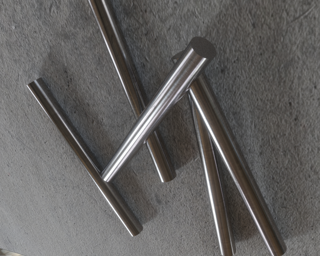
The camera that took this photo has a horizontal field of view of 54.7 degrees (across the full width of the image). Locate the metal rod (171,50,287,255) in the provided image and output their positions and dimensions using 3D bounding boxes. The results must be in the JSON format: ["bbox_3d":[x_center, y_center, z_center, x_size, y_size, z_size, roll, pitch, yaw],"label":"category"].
[{"bbox_3d":[0.092,0.045,0.369,0.025,0.025,0.299,-14,117,34],"label":"metal rod"}]

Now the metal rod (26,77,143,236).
[{"bbox_3d":[-0.114,0.055,0.500,0.025,0.025,0.299,-20,108,35],"label":"metal rod"}]

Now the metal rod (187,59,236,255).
[{"bbox_3d":[0.068,0.053,0.403,0.025,0.025,0.298,0,119,28],"label":"metal rod"}]

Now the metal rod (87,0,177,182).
[{"bbox_3d":[-0.037,-0.060,0.389,0.025,0.025,0.299,-7,115,31],"label":"metal rod"}]

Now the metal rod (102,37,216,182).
[{"bbox_3d":[-0.022,0.003,0.381,0.025,0.025,0.298,40,141,1],"label":"metal rod"}]
